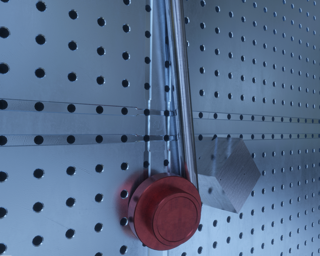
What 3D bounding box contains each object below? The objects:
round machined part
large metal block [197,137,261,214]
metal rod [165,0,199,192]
[{"bbox_3d":[0.013,0.109,0.395,0.099,0.042,0.097,-3,96,-26],"label":"round machined part"},{"bbox_3d":[0.103,0.071,0.479,0.080,0.050,0.080,-48,119,-29],"label":"large metal block"},{"bbox_3d":[0.030,-0.053,0.434,0.025,0.025,0.298,-9,96,-40],"label":"metal rod"}]
